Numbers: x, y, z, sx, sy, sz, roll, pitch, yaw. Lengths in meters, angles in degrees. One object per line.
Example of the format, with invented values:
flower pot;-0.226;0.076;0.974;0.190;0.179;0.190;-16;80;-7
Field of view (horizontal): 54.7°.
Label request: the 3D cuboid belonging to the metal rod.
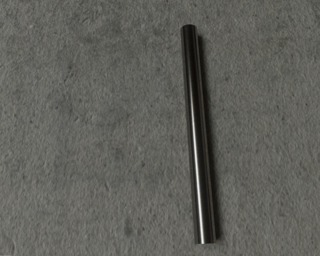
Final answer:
metal rod;0.048;-0.006;0.410;0.025;0.025;0.299;-2;70;-1
